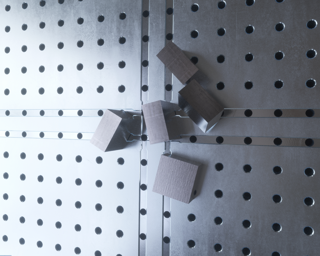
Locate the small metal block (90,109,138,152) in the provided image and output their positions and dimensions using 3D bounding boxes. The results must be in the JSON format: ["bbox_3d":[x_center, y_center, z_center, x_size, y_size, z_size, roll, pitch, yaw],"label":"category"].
[{"bbox_3d":[-0.061,0.003,0.420,0.025,0.050,0.050,32,100,17],"label":"small metal block"}]

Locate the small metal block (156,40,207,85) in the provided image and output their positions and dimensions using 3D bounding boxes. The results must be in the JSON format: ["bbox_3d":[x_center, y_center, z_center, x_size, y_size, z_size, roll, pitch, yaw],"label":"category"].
[{"bbox_3d":[0.028,-0.078,0.389,0.025,0.050,0.050,-44,77,15],"label":"small metal block"}]

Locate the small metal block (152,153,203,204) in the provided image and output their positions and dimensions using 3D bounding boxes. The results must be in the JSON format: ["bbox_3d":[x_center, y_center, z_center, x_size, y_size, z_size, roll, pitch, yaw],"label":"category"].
[{"bbox_3d":[0.023,0.065,0.404,0.050,0.025,0.050,16,95,19],"label":"small metal block"}]

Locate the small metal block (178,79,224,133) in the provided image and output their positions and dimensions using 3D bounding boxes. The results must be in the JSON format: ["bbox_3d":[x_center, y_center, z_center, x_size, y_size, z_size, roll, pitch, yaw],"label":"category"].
[{"bbox_3d":[0.048,-0.026,0.379,0.025,0.050,0.050,-41,77,-7],"label":"small metal block"}]

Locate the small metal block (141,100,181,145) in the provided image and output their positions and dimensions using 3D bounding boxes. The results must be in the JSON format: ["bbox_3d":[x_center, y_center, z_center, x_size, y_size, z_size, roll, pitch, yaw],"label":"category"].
[{"bbox_3d":[0.003,-0.007,0.398,0.025,0.050,0.050,-14,86,19],"label":"small metal block"}]
